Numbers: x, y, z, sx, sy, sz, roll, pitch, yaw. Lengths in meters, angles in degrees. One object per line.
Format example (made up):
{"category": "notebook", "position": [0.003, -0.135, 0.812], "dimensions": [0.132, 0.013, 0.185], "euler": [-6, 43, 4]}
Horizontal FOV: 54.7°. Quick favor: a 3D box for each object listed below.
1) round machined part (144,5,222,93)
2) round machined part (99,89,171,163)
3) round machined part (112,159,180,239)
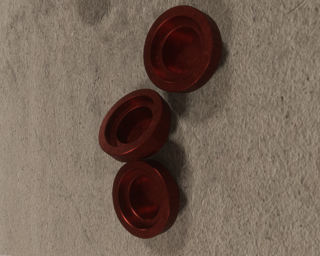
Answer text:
{"category": "round machined part", "position": [0.030, -0.090, 0.367], "dimensions": [0.098, 0.042, 0.097], "euler": [0, 90, 39]}
{"category": "round machined part", "position": [-0.027, 0.001, 0.396], "dimensions": [0.098, 0.042, 0.098], "euler": [-21, 47, 25]}
{"category": "round machined part", "position": [-0.014, 0.089, 0.403], "dimensions": [0.098, 0.042, 0.097], "euler": [0, 90, 39]}
